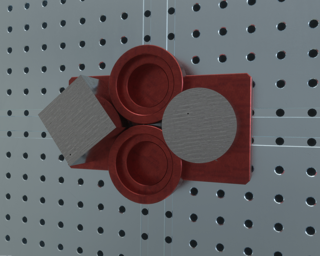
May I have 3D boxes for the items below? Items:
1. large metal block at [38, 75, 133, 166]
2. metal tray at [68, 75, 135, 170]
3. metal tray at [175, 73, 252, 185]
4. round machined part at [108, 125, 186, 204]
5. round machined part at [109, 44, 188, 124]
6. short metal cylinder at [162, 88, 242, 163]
[{"bbox_3d":[-0.095,-0.009,0.400,0.080,0.050,0.080,-38,78,16],"label":"large metal block"},{"bbox_3d":[-0.083,-0.007,0.439,0.090,0.030,0.129,1,90,18],"label":"metal tray"},{"bbox_3d":[0.067,0.000,0.384,0.090,0.030,0.129,1,90,19],"label":"metal tray"},{"bbox_3d":[-0.014,0.045,0.398,0.098,0.042,0.097,0,90,20],"label":"round machined part"},{"bbox_3d":[-0.012,-0.054,0.398,0.098,0.042,0.097,0,90,20],"label":"round machined part"},{"bbox_3d":[0.048,-0.003,0.349,0.080,0.050,0.079,0,90,20],"label":"short metal cylinder"}]
